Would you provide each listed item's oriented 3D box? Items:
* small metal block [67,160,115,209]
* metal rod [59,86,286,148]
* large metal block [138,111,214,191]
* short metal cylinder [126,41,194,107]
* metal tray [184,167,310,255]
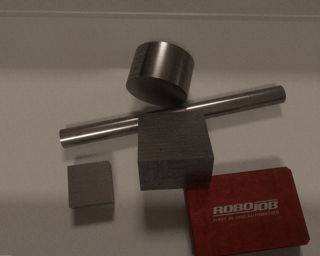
[{"bbox_3d":[-0.085,0.071,0.383,0.050,0.025,0.050,-7,70,-3],"label":"small metal block"},{"bbox_3d":[0.020,-0.016,0.415,0.302,0.025,0.025,-12,71,-5],"label":"metal rod"},{"bbox_3d":[0.016,0.025,0.370,0.081,0.050,0.080,-3,41,-1],"label":"large metal block"},{"bbox_3d":[0.001,-0.068,0.405,0.080,0.080,0.050,11,71,4],"label":"short metal cylinder"},{"bbox_3d":[0.099,0.100,0.372,0.131,0.030,0.090,-7,70,-3],"label":"metal tray"}]
